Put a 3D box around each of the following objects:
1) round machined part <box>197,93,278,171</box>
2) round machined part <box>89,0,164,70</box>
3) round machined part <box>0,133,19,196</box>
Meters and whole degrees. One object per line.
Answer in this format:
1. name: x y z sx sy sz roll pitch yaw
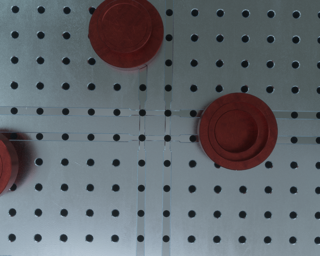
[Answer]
1. round machined part: 0.098 0.004 0.406 0.099 0.042 0.097 0 90 -1
2. round machined part: -0.044 -0.127 0.404 0.099 0.042 0.097 0 90 -1
3. round machined part: -0.232 0.048 0.402 0.099 0.042 0.097 0 90 -1
